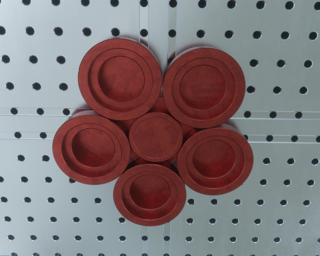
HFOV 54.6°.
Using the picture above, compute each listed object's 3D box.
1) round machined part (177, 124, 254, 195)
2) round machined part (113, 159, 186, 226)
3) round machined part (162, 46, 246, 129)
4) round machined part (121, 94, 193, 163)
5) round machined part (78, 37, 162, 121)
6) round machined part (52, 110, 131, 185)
[{"bbox_3d":[0.071,0.038,0.419,0.099,0.042,0.097,0,110,0],"label":"round machined part"},{"bbox_3d":[-0.014,0.085,0.435,0.099,0.042,0.097,0,110,0],"label":"round machined part"},{"bbox_3d":[0.052,-0.052,0.385,0.099,0.042,0.097,0,110,0],"label":"round machined part"},{"bbox_3d":[-0.005,0.006,0.406,0.099,0.042,0.097,0,110,0],"label":"round machined part"},{"bbox_3d":[-0.047,-0.062,0.381,0.099,0.042,0.097,0,110,0],"label":"round machined part"},{"bbox_3d":[-0.087,0.023,0.411,0.099,0.042,0.097,0,110,0],"label":"round machined part"}]
